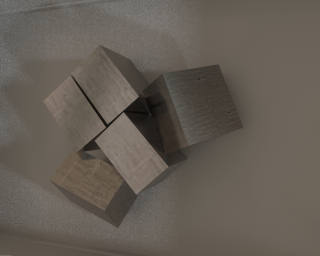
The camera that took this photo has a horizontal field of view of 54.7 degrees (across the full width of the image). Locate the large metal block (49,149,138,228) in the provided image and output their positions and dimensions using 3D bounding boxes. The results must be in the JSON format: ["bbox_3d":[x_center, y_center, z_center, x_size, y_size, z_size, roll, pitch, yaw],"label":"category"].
[{"bbox_3d":[-0.081,0.078,0.400,0.080,0.080,0.050,23,63,18],"label":"large metal block"}]

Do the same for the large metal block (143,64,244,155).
[{"bbox_3d":[0.038,-0.022,0.359,0.050,0.081,0.080,-30,77,58],"label":"large metal block"}]

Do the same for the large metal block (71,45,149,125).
[{"bbox_3d":[-0.052,-0.051,0.397,0.050,0.080,0.080,-40,78,15],"label":"large metal block"}]

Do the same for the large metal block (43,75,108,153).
[{"bbox_3d":[-0.091,-0.017,0.411,0.050,0.080,0.080,-39,78,16],"label":"large metal block"}]

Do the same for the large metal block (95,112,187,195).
[{"bbox_3d":[-0.020,0.028,0.385,0.050,0.080,0.080,-43,77,15],"label":"large metal block"}]
